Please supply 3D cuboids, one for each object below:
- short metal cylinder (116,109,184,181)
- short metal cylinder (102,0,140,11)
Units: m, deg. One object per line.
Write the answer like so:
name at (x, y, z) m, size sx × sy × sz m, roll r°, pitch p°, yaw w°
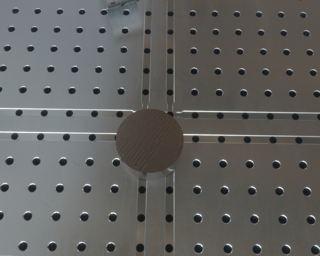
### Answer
short metal cylinder at (-0.012, 0.022, 0.390) m, size 0.081 × 0.050 × 0.080 m, roll 0°, pitch 70°, yaw 0°
short metal cylinder at (-0.068, -0.224, 0.464) m, size 0.050 × 0.080 × 0.080 m, roll -21°, pitch 72°, yaw -7°
